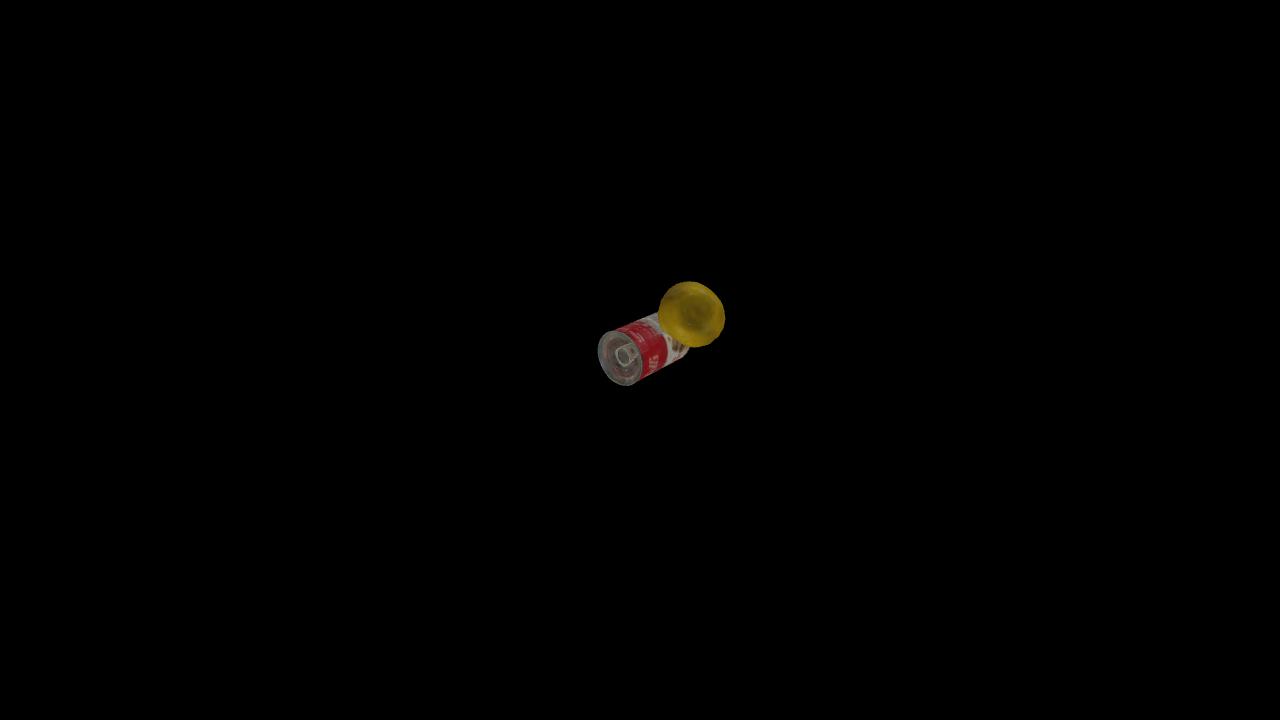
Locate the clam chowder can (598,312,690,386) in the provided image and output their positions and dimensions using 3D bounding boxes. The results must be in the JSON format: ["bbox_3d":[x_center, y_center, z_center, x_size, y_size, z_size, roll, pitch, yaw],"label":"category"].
[{"bbox_3d":[0.007,-0.017,0.744,0.068,0.068,0.102,0,19,41],"label":"clam chowder can"}]

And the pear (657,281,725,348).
[{"bbox_3d":[0.056,-0.052,0.746,0.080,0.080,0.111,0,-2,-14],"label":"pear"}]
